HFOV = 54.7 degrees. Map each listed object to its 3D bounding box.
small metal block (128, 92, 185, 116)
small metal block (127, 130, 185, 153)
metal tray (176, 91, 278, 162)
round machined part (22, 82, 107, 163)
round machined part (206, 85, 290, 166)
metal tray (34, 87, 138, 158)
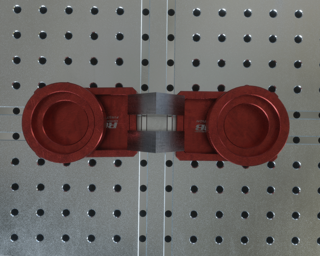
[{"bbox_3d":[-0.005,-0.029,0.386,0.050,0.050,0.025,1,90,44],"label":"small metal block"},{"bbox_3d":[-0.005,0.016,0.386,0.050,0.050,0.025,1,90,44],"label":"small metal block"},{"bbox_3d":[0.086,-0.002,0.412,0.131,0.030,0.089,1,90,0],"label":"metal tray"},{"bbox_3d":[-0.116,-0.006,0.391,0.099,0.042,0.097,0,90,0],"label":"round machined part"},{"bbox_3d":[0.107,-0.003,0.393,0.099,0.042,0.097,0,90,0],"label":"round machined part"},{"bbox_3d":[-0.095,-0.007,0.411,0.131,0.030,0.089,-1,92,0],"label":"metal tray"}]
